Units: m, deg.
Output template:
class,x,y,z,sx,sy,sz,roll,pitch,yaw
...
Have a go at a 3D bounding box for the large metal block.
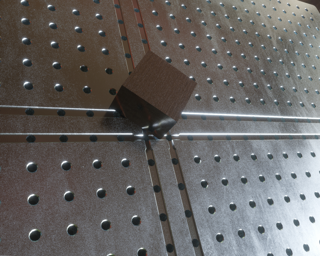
class,x,y,z,sx,sy,sz,roll,pitch,yaw
large metal block,-0.007,-0.045,0.417,0.080,0.050,0.080,34,51,-7
